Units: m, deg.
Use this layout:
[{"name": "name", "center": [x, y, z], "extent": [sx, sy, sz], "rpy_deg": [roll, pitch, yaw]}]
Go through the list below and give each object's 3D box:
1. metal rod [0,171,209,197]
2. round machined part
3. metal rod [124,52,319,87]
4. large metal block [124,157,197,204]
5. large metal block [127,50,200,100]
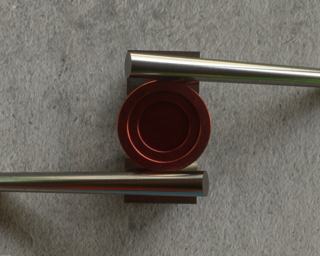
[{"name": "metal rod", "center": [-0.095, 0.063, 0.354], "extent": [0.301, 0.025, 0.025], "rpy_deg": [-4, 90, 22]}, {"name": "round machined part", "center": [0.004, -0.002, 0.344], "extent": [0.099, 0.042, 0.097], "rpy_deg": [0, 90, -1]}, {"name": "metal rod", "center": [0.109, -0.063, 0.359], "extent": [0.303, 0.025, 0.025], "rpy_deg": [-1, 90, -22]}, {"name": "large metal block", "center": [0.001, 0.059, 0.384], "extent": [0.081, 0.080, 0.050], "rpy_deg": [1, 90, -1]}, {"name": "large metal block", "center": [0.004, -0.061, 0.384], "extent": [0.081, 0.080, 0.050], "rpy_deg": [1, 90, -1]}]
